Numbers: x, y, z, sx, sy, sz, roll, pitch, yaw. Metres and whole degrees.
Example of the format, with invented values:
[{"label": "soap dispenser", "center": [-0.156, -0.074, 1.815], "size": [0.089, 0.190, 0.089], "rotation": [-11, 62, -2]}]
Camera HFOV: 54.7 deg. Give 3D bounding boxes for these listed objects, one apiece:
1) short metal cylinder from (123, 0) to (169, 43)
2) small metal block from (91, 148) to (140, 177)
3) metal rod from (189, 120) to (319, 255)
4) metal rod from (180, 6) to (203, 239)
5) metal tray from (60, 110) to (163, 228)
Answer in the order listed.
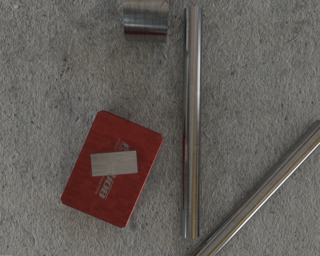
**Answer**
[{"label": "short metal cylinder", "center": [-0.015, -0.147, 0.382], "size": [0.050, 0.080, 0.080], "rotation": [3, 90, 0]}, {"label": "small metal block", "center": [-0.051, 0.039, 0.366], "size": [0.050, 0.050, 0.025], "rotation": [-4, 90, 0]}, {"label": "metal rod", "center": [0.115, 0.107, 0.410], "size": [0.025, 0.025, 0.300], "rotation": [43, 90, 0]}, {"label": "metal rod", "center": [0.042, -0.007, 0.410], "size": [0.025, 0.025, 0.298], "rotation": [1, 90, 0]}, {"label": "metal tray", "center": [-0.061, 0.052, 0.407], "size": [0.090, 0.030, 0.129], "rotation": [23, 90, 0]}]
